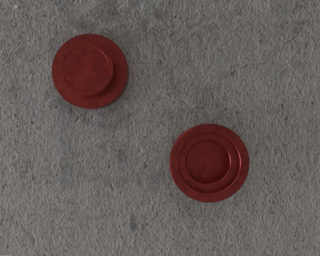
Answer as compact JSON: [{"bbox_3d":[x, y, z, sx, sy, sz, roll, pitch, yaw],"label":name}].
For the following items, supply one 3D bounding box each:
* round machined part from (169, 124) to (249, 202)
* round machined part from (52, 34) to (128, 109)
[{"bbox_3d":[0.061,0.043,0.402,0.099,0.042,0.097,0,90,0],"label":"round machined part"},{"bbox_3d":[-0.091,-0.074,0.401,0.099,0.042,0.097,0,90,0],"label":"round machined part"}]
